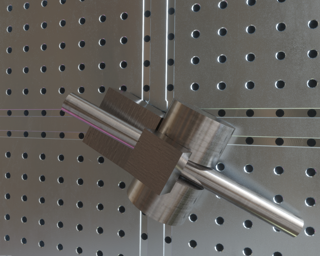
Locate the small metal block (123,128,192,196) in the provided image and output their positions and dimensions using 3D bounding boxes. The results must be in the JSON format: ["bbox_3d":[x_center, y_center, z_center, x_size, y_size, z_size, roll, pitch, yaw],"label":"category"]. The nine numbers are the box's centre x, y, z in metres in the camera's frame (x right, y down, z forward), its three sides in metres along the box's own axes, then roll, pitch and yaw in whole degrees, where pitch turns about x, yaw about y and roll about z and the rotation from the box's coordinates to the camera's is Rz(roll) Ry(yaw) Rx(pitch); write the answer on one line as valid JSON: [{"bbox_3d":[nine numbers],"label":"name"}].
[{"bbox_3d":[-0.003,0.034,0.326,0.050,0.025,0.050,32,101,25],"label":"small metal block"}]

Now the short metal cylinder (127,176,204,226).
[{"bbox_3d":[0.007,0.073,0.377,0.080,0.080,0.050,32,100,17],"label":"short metal cylinder"}]

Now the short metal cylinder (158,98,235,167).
[{"bbox_3d":[0.041,0.004,0.366,0.080,0.080,0.050,29,100,17],"label":"short metal cylinder"}]

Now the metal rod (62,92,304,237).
[{"bbox_3d":[0.024,0.041,0.358,0.301,0.025,0.025,29,100,2],"label":"metal rod"}]

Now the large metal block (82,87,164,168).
[{"bbox_3d":[-0.041,0.003,0.408,0.080,0.050,0.080,31,100,17],"label":"large metal block"}]
